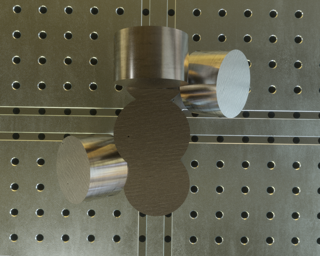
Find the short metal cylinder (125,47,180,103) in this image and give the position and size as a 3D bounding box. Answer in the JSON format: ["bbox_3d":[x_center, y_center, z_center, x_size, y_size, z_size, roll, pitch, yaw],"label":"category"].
[{"bbox_3d":[-0.007,-0.069,0.400,0.081,0.050,0.079,0,91,0],"label":"short metal cylinder"}]

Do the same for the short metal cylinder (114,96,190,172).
[{"bbox_3d":[-0.008,0.006,0.350,0.081,0.050,0.079,0,90,0],"label":"short metal cylinder"}]

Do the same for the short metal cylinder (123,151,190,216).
[{"bbox_3d":[-0.004,0.067,0.400,0.081,0.050,0.079,0,91,-1],"label":"short metal cylinder"}]

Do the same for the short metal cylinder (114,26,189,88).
[{"bbox_3d":[-0.009,-0.073,0.334,0.081,0.080,0.050,0,90,0],"label":"short metal cylinder"}]

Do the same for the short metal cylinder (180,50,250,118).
[{"bbox_3d":[0.069,-0.055,0.379,0.050,0.080,0.080,11,90,40],"label":"short metal cylinder"}]

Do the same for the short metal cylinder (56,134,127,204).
[{"bbox_3d":[-0.085,0.048,0.380,0.050,0.080,0.080,-2,90,-44],"label":"short metal cylinder"}]
